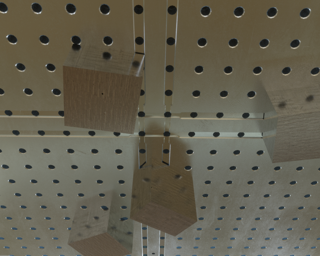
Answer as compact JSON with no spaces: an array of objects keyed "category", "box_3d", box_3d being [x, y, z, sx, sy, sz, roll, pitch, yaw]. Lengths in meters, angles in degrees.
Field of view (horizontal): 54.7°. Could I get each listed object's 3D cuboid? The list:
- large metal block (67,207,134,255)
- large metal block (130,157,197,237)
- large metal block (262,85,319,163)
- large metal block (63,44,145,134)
[{"category":"large metal block","box_3d":[-0.104,0.195,0.560,0.080,0.050,0.080,-22,127,17]},{"category":"large metal block","box_3d":[0.005,0.103,0.463,0.080,0.080,0.050,30,124,-23]},{"category":"large metal block","box_3d":[0.180,-0.005,0.394,0.080,0.050,0.080,-7,130,5]},{"category":"large metal block","box_3d":[-0.064,-0.043,0.357,0.081,0.050,0.079,7,130,-7]}]
